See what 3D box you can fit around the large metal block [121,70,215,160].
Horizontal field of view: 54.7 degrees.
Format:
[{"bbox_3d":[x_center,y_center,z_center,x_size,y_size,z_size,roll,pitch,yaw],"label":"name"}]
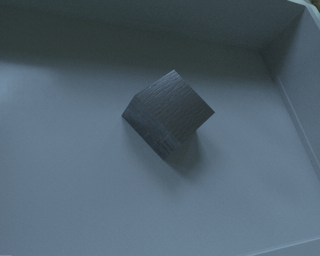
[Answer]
[{"bbox_3d":[0.011,-0.018,0.409,0.080,0.050,0.080,47,51,4],"label":"large metal block"}]
